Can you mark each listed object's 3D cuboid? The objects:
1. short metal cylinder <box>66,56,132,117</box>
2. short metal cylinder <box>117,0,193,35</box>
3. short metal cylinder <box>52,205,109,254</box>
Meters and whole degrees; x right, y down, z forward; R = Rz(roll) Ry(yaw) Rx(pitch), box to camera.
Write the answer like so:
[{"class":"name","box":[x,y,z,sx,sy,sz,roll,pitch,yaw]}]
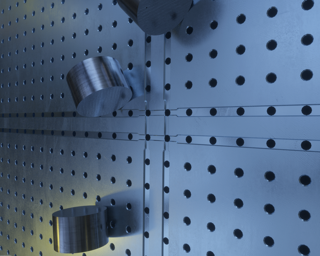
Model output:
[{"class":"short metal cylinder","box":[-0.086,-0.057,0.442,0.080,0.081,0.050,-36,68,34]},{"class":"short metal cylinder","box":[-0.006,-0.162,0.377,0.050,0.081,0.080,51,120,27]},{"class":"short metal cylinder","box":[-0.120,0.151,0.470,0.080,0.081,0.050,-7,86,39]}]
